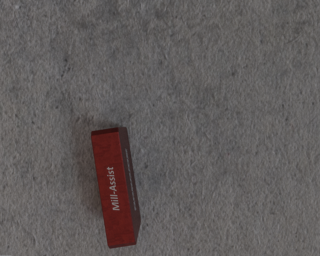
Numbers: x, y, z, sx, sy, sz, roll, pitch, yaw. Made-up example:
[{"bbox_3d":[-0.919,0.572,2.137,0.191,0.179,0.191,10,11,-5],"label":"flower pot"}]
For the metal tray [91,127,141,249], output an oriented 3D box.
[{"bbox_3d":[-0.050,0.065,0.377,0.030,0.090,0.129,-9,90,0],"label":"metal tray"}]
